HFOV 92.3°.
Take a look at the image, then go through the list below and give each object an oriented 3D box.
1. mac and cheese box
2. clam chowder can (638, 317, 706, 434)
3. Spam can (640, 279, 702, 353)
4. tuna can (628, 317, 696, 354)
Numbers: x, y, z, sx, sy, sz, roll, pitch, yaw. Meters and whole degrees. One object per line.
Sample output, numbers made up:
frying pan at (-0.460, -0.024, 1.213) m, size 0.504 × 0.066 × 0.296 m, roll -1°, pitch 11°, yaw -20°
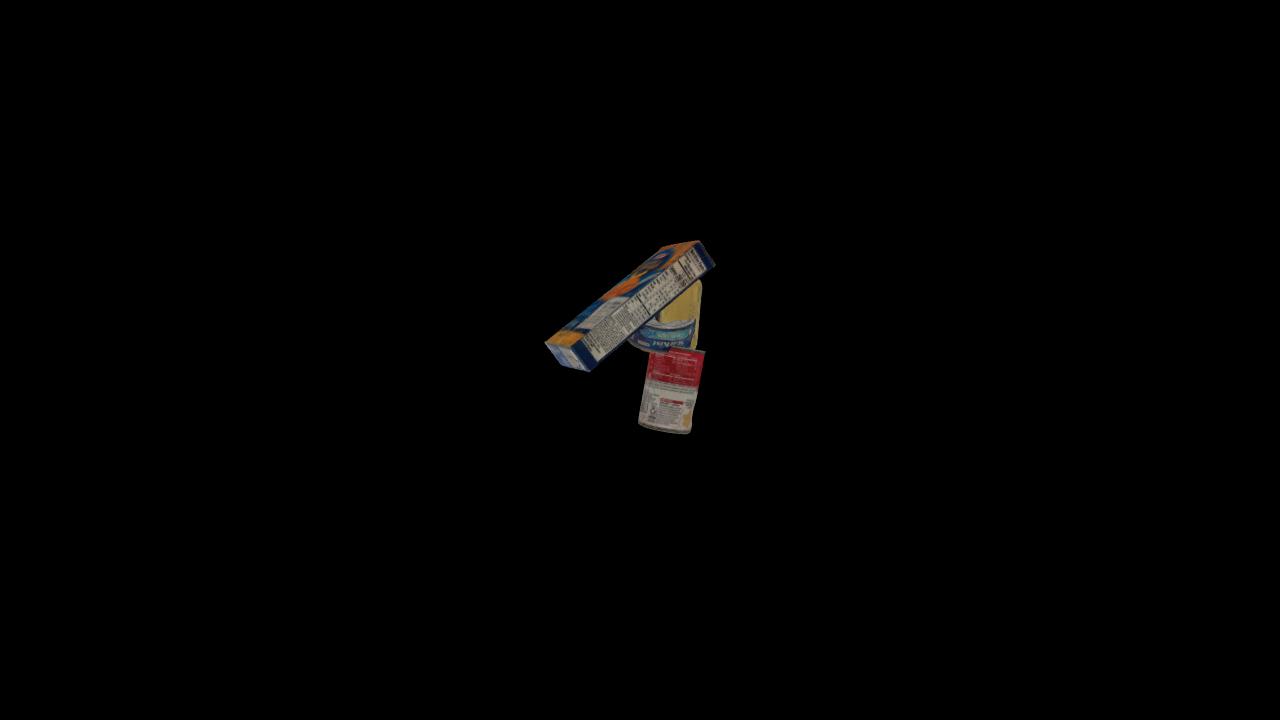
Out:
mac and cheese box at (-0.012, -0.061, 0.673) m, size 0.184 × 0.041 × 0.093 m, roll -41°, pitch 18°, yaw -17°
clam chowder can at (0.038, 0.033, 0.747) m, size 0.068 × 0.102 × 0.068 m, roll 10°, pitch 2°, yaw 0°
Spam can at (0.035, -0.058, 0.767) m, size 0.058 × 0.101 × 0.085 m, roll 4°, pitch 2°, yaw -18°
tuna can at (0.026, -0.041, 0.744) m, size 0.084 × 0.034 × 0.084 m, roll 5°, pitch 28°, yaw -2°
